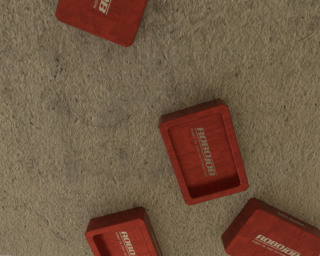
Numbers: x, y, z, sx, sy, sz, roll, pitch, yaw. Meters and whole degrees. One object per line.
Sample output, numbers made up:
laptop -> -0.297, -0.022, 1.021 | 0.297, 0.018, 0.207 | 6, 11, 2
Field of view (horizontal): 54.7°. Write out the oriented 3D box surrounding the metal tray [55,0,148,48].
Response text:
metal tray -> -0.052, -0.168, 0.345 | 0.090, 0.030, 0.129 | 20, 109, -8

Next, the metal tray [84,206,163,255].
metal tray -> -0.049, 0.191, 0.476 | 0.090, 0.030, 0.129 | -16, 110, 5

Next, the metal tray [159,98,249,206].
metal tray -> 0.060, 0.035, 0.420 | 0.090, 0.030, 0.129 | -17, 109, 6

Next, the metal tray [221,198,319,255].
metal tray -> 0.173, 0.172, 0.472 | 0.131, 0.030, 0.090 | 27, 108, -10
